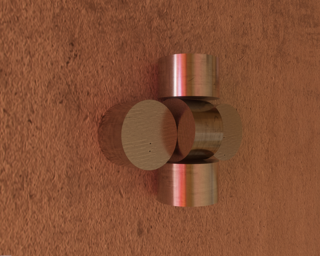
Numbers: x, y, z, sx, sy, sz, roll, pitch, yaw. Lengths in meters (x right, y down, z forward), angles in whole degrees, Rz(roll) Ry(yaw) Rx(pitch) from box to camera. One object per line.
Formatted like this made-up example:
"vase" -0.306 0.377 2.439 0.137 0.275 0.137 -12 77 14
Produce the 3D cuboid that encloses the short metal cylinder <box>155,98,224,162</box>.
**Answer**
"short metal cylinder" 0.034 0.003 0.399 0.050 0.080 0.080 1 90 -40

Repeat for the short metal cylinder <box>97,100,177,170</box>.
"short metal cylinder" -0.026 0.008 0.368 0.081 0.050 0.080 0 90 -41

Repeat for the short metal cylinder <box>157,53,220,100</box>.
"short metal cylinder" 0.037 -0.063 0.402 0.081 0.080 0.050 0 90 -40

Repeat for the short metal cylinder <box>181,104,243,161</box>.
"short metal cylinder" 0.075 0.005 0.452 0.081 0.050 0.080 -1 91 -40

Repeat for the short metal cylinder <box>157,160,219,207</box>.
"short metal cylinder" 0.036 0.067 0.401 0.081 0.080 0.050 0 90 -40
